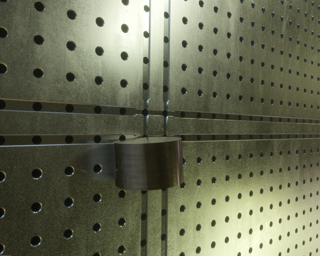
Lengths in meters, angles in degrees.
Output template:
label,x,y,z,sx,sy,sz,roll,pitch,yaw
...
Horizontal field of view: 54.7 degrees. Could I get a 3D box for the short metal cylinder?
label,x,y,z,sx,sy,sz,roll,pitch,yaw
short metal cylinder,-0.013,0.039,0.364,0.081,0.080,0.050,-5,94,-40
